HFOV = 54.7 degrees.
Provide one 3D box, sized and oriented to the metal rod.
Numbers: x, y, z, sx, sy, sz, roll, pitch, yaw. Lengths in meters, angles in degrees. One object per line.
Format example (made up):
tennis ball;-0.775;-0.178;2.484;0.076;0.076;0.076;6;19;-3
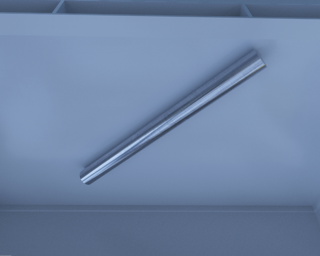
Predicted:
metal rod;0.000;-0.001;0.407;0.299;0.025;0.025;-34;123;25
